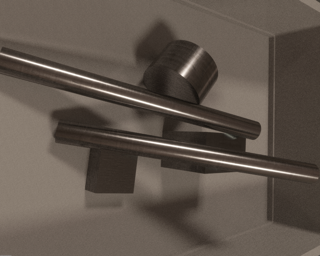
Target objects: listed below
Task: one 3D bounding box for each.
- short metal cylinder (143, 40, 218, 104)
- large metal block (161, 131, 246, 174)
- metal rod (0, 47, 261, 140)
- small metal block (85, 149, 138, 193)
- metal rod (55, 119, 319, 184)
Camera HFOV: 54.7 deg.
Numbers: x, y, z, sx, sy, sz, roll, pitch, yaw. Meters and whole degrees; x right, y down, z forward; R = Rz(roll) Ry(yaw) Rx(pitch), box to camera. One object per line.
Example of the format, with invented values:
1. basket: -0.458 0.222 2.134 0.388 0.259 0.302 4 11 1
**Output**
1. short metal cylinder: 0.026 -0.064 0.395 0.080 0.080 0.050 50 60 -29
2. large metal block: 0.059 0.031 0.423 0.081 0.080 0.050 4 88 -40
3. metal rod: -0.012 -0.030 0.344 0.302 0.025 0.025 14 81 -23
4. small metal block: -0.056 0.049 0.362 0.050 0.025 0.050 11 83 -40
5. metal rod: 0.040 0.030 0.350 0.302 0.025 0.025 10 83 -11
